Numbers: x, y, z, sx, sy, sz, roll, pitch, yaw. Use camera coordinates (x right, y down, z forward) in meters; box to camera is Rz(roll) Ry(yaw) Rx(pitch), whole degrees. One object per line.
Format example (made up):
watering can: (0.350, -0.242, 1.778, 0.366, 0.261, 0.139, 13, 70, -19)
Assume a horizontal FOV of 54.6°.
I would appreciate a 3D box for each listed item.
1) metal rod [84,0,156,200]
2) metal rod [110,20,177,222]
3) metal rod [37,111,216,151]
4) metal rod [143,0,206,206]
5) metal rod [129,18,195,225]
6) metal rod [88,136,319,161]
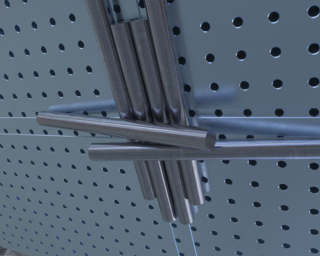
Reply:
metal rod: (-0.045, -0.027, 0.418, 0.025, 0.025, 0.298, 1, 119, 28)
metal rod: (-0.015, 0.009, 0.424, 0.025, 0.025, 0.298, 1, 119, 28)
metal rod: (-0.067, -0.002, 0.416, 0.300, 0.025, 0.025, 7, 122, 35)
metal rod: (0.021, -0.028, 0.382, 0.025, 0.025, 0.298, 1, 119, 28)
metal rod: (0.009, 0.009, 0.414, 0.025, 0.025, 0.298, 1, 119, 28)
metal rod: (0.050, 0.027, 0.375, 0.301, 0.025, 0.025, -2, 118, 19)
